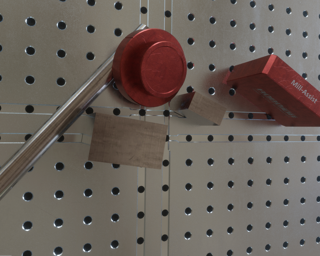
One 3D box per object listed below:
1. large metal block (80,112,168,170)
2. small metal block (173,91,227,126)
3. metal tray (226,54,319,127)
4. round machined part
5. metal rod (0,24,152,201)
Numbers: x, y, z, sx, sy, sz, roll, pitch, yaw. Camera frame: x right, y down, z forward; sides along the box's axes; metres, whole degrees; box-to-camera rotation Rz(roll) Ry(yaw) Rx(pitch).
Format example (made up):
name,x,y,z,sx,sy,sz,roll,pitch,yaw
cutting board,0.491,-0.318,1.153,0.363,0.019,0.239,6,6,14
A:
name,x,y,z,sx,sy,sz,roll,pitch,yaw
large metal block,-0.046,0.015,0.367,0.081,0.080,0.050,10,87,-20
small metal block,0.053,-0.025,0.420,0.050,0.050,0.025,26,82,-19
metal tray,0.171,-0.048,0.443,0.130,0.090,0.030,33,80,-18
round machined part,-0.006,-0.074,0.387,0.099,0.042,0.097,-10,109,-33
metal rod,-0.112,-0.016,0.371,0.025,0.025,0.300,44,76,-15
